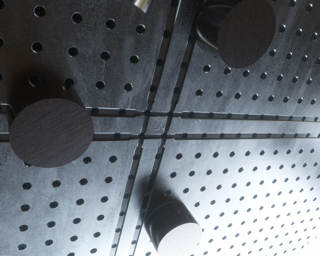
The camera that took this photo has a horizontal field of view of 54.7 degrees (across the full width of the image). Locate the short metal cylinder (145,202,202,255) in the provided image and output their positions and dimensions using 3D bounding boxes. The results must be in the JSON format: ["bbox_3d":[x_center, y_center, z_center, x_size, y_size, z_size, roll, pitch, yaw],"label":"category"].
[{"bbox_3d":[0.022,0.170,0.512,0.081,0.050,0.079,-14,124,-21],"label":"short metal cylinder"}]

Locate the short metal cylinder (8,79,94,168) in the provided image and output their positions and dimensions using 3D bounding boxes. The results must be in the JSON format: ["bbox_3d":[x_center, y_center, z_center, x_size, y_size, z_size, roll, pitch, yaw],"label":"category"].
[{"bbox_3d":[-0.116,-0.005,0.328,0.081,0.050,0.079,-14,124,-21],"label":"short metal cylinder"}]

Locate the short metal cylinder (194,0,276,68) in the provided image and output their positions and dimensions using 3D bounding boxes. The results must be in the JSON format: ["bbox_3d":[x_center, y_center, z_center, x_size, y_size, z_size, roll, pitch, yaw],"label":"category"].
[{"bbox_3d":[0.089,-0.118,0.371,0.081,0.050,0.079,-14,124,-21],"label":"short metal cylinder"}]

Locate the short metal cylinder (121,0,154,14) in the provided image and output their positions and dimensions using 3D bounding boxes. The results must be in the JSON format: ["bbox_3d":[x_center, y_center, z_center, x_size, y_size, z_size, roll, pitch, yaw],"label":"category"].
[{"bbox_3d":[-0.033,-0.143,0.268,0.080,0.080,0.050,23,106,-37],"label":"short metal cylinder"}]
